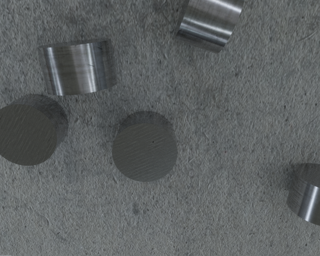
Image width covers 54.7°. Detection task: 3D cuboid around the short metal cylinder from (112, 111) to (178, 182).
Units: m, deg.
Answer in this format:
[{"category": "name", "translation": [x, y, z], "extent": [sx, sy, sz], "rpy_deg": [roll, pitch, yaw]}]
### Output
[{"category": "short metal cylinder", "translation": [-0.019, 0.023, 0.405], "extent": [0.081, 0.050, 0.079], "rpy_deg": [0, 110, 0]}]

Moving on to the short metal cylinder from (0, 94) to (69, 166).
[{"category": "short metal cylinder", "translation": [-0.164, 0.001, 0.395], "extent": [0.081, 0.050, 0.079], "rpy_deg": [0, 110, 0]}]

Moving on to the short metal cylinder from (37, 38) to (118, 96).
[{"category": "short metal cylinder", "translation": [-0.092, -0.072, 0.353], "extent": [0.080, 0.080, 0.050], "rpy_deg": [-5, 110, 2]}]

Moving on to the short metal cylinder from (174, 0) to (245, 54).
[{"category": "short metal cylinder", "translation": [0.052, -0.127, 0.334], "extent": [0.050, 0.080, 0.079], "rpy_deg": [18, 109, -6]}]

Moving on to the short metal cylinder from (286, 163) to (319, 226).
[{"category": "short metal cylinder", "translation": [0.218, 0.088, 0.415], "extent": [0.081, 0.080, 0.050], "rpy_deg": [5, 110, -2]}]
